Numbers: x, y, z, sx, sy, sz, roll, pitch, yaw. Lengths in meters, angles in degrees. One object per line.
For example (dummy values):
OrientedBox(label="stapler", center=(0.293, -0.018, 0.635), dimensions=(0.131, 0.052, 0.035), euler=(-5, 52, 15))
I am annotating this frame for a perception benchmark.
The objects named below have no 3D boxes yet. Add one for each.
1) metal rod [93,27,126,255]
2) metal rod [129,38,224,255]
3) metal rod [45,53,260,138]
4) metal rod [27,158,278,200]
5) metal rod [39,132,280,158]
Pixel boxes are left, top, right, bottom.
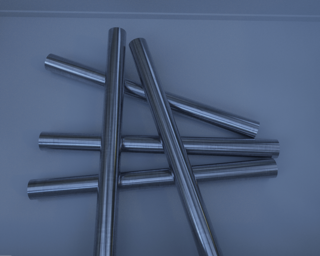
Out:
OrientedBox(label="metal rod", center=(-0.059, 0.009, 0.377), dimensions=(0.025, 0.025, 0.299), euler=(0, 70, 0))
OrientedBox(label="metal rod", center=(0.015, 0.019, 0.375), dimensions=(0.025, 0.025, 0.299), euler=(-17, 71, -6))
OrientedBox(label="metal rod", center=(-0.015, -0.045, 0.424), dimensions=(0.301, 0.025, 0.025), euler=(19, 71, 6))
OrientedBox(label="metal rod", center=(-0.007, 0.063, 0.385), dimensions=(0.302, 0.025, 0.025), euler=(-5, 70, -2))
OrientedBox(label="metal rod", center=(-0.001, 0.022, 0.400), dimensions=(0.302, 0.025, 0.025), euler=(2, 70, 0))
